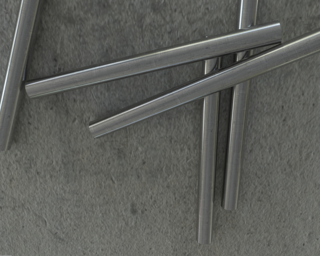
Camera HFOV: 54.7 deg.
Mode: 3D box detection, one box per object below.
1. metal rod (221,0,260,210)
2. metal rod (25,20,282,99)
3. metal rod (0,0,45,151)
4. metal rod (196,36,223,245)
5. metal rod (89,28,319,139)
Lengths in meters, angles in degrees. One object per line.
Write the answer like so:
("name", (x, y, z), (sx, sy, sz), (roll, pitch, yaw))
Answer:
("metal rod", (0.102, -0.027, 0.401), (0.025, 0.025, 0.298), (0, 110, -1))
("metal rod", (-0.016, -0.076, 0.363), (0.301, 0.025, 0.025), (-11, 110, 10))
("metal rod", (-0.161, -0.107, 0.368), (0.025, 0.025, 0.298), (19, 109, -7))
("metal rod", (0.066, 0.030, 0.421), (0.025, 0.025, 0.298), (-1, 110, 0))
("metal rod", (0.048, -0.048, 0.367), (0.301, 0.025, 0.025), (-21, 109, 17))
